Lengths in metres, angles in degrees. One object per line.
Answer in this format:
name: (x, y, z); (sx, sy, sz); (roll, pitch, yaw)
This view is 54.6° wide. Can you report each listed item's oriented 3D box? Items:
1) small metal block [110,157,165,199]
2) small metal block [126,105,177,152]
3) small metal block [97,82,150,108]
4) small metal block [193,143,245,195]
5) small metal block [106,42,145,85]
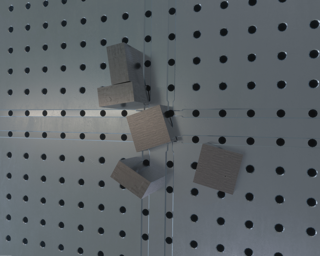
small metal block: (-0.029, 0.064, 0.410); (0.050, 0.050, 0.025); (32, 101, 17)
small metal block: (-0.011, 0.001, 0.417); (0.050, 0.025, 0.050); (-19, 84, 19)
small metal block: (-0.048, -0.043, 0.417); (0.050, 0.050, 0.025); (-7, 88, 20)
small metal block: (0.074, 0.049, 0.387); (0.050, 0.025, 0.050); (15, 95, 19)
small metal block: (-0.045, -0.082, 0.416); (0.025, 0.050, 0.050); (-9, 87, 20)
